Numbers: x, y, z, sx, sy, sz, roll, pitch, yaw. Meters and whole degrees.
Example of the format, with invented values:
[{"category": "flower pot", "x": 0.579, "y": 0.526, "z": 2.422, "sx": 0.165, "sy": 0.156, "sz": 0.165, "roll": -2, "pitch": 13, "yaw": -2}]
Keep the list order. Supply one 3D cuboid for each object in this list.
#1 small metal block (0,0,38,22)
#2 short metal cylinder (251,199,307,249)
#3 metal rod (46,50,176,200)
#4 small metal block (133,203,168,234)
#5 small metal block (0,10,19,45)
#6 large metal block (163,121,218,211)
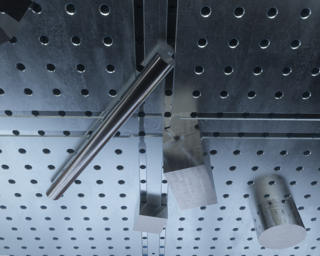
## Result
[{"category": "small metal block", "x": -0.137, "y": -0.131, "z": 0.281, "sx": 0.050, "sy": 0.050, "sz": 0.025, "roll": 35, "pitch": 122, "yaw": -26}, {"category": "short metal cylinder", "x": 0.207, "y": 0.169, "z": 0.542, "sx": 0.081, "sy": 0.050, "sz": 0.079, "roll": 0, "pitch": 130, "yaw": 0}, {"category": "metal rod", "x": -0.082, "y": 0.013, "z": 0.421, "sx": 0.025, "sy": 0.025, "sz": 0.299, "roll": 29, "pitch": 124, "yaw": -23}, {"category": "small metal block", "x": -0.017, "y": 0.161, "z": 0.549, "sx": 0.050, "sy": 0.025, "sz": 0.050, "roll": 11, "pitch": 129, "yaw": -10}, {"category": "small metal block", "x": -0.186, "y": -0.107, "z": 0.318, "sx": 0.050, "sy": 0.025, "sz": 0.050, "roll": -20, "pitch": 128, "yaw": 15}, {"category": "large metal block", "x": 0.040, "y": 0.051, "z": 0.420, "sx": 0.050, "sy": 0.080, "sz": 0.080, "roll": -14, "pitch": 129, "yaw": 11}]
